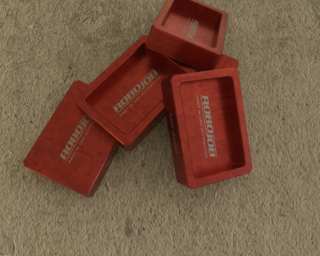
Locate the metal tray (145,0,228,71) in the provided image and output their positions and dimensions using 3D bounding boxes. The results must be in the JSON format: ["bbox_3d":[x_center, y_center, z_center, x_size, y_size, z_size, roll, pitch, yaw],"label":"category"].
[{"bbox_3d":[0.041,-0.135,0.420,0.090,0.030,0.130,22,44,-3],"label":"metal tray"}]

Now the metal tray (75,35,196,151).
[{"bbox_3d":[-0.028,-0.046,0.391,0.090,0.030,0.130,40,74,13],"label":"metal tray"}]

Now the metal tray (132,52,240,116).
[{"bbox_3d":[0.033,-0.077,0.435,0.130,0.030,0.090,26,72,8],"label":"metal tray"}]

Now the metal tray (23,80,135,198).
[{"bbox_3d":[-0.099,0.012,0.400,0.090,0.030,0.130,23,71,8],"label":"metal tray"}]

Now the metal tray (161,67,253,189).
[{"bbox_3d":[0.057,-0.002,0.372,0.091,0.030,0.129,-11,94,-21],"label":"metal tray"}]
